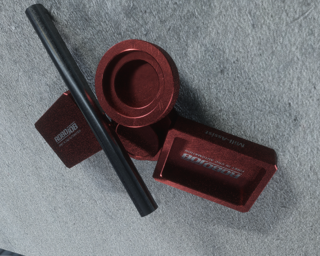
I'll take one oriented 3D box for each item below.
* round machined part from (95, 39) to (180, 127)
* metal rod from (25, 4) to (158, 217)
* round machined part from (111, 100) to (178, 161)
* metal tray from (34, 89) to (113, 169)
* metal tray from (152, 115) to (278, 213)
[{"bbox_3d":[-0.023,-0.051,0.364,0.098,0.042,0.097,3,98,21],"label":"round machined part"},{"bbox_3d":[-0.088,-0.023,0.397,0.025,0.025,0.299,-31,89,38],"label":"metal rod"},{"bbox_3d":[-0.024,0.004,0.413,0.098,0.042,0.097,13,124,21],"label":"round machined part"},{"bbox_3d":[-0.127,0.003,0.460,0.130,0.030,0.090,-29,100,46],"label":"metal tray"},{"bbox_3d":[0.064,0.047,0.386,0.131,0.030,0.089,20,127,3],"label":"metal tray"}]
